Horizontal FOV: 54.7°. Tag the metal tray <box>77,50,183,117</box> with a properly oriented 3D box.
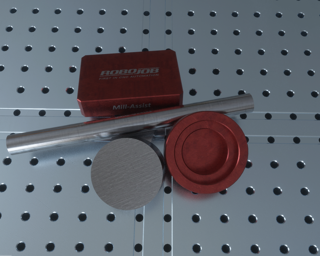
[{"bbox_3d":[-0.039,-0.062,0.416,0.131,0.030,0.090,-4,51,-3],"label":"metal tray"}]

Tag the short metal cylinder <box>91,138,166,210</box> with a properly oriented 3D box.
[{"bbox_3d":[-0.035,0.051,0.367,0.080,0.050,0.079,0,88,5],"label":"short metal cylinder"}]

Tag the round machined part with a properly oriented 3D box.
[{"bbox_3d":[0.054,0.028,0.381,0.099,0.042,0.097,0,92,-4],"label":"round machined part"}]

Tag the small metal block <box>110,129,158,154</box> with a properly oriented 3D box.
[{"bbox_3d":[-0.035,0.013,0.415,0.050,0.025,0.050,17,71,5],"label":"small metal block"}]

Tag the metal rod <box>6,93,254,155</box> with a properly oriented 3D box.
[{"bbox_3d":[-0.032,-0.006,0.386,0.302,0.025,0.025,-10,71,-4],"label":"metal rod"}]
